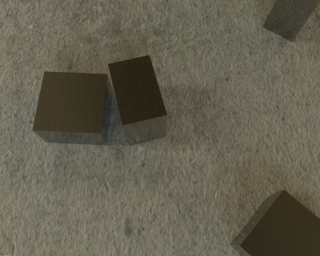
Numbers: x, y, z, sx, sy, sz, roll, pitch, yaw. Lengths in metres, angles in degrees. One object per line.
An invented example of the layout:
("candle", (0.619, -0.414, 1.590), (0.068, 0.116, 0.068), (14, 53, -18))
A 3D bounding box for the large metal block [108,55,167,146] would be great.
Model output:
("large metal block", (-0.027, -0.031, 0.390), (0.050, 0.080, 0.080), (-14, 71, -5))

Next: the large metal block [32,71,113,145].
("large metal block", (-0.109, -0.024, 0.402), (0.081, 0.050, 0.080), (3, 70, 0))

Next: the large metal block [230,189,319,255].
("large metal block", (0.141, 0.130, 0.349), (0.080, 0.050, 0.080), (41, 75, 13))

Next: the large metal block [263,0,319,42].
("large metal block", (0.203, -0.188, 0.450), (0.050, 0.080, 0.080), (33, 73, 11))
